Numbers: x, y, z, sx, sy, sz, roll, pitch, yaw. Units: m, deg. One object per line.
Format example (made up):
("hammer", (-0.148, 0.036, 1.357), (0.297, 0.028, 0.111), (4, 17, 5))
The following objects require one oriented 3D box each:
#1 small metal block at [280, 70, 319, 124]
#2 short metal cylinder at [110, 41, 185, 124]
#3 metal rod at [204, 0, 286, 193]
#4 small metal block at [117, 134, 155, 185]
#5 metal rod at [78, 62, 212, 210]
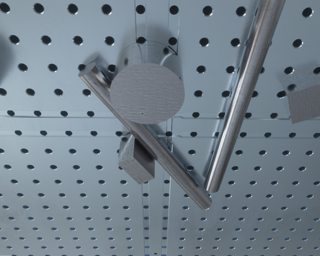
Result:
("small metal block", (0.182, -0.038, 0.381), (0.050, 0.025, 0.050), (-17, 128, 14))
("short metal cylinder", (-0.014, -0.051, 0.352), (0.081, 0.050, 0.079), (0, 131, 0))
("metal rod", (0.097, -0.020, 0.394), (0.025, 0.025, 0.298), (4, 130, -4))
("small metal block", (-0.031, 0.041, 0.430), (0.025, 0.050, 0.050), (-26, 126, 20))
("metal rod", (-0.004, 0.029, 0.436), (0.025, 0.025, 0.300), (-26, 126, 20))
